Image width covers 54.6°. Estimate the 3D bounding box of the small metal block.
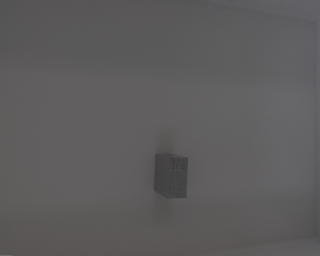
[{"bbox_3d":[0.013,0.061,0.402,0.025,0.050,0.050,3,89,-20],"label":"small metal block"}]
